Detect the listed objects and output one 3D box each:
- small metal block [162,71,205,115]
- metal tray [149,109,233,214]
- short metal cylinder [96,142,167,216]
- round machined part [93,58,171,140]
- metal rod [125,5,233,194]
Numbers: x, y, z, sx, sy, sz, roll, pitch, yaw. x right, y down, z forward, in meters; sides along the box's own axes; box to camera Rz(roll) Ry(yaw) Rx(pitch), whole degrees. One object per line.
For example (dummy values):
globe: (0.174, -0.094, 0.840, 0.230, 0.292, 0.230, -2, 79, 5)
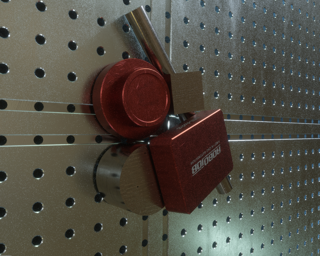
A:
small metal block: (0.028, -0.046, 0.398, 0.050, 0.025, 0.050, -12, 101, -34)
metal tray: (0.046, 0.036, 0.390, 0.131, 0.030, 0.089, -28, 109, -50)
short metal cylinder: (-0.027, 0.058, 0.365, 0.081, 0.050, 0.079, 0, 90, -40)
round machined part: (-0.026, -0.035, 0.370, 0.099, 0.042, 0.097, 0, 90, -39)
metal rod: (0.036, -0.024, 0.435, 0.025, 0.025, 0.299, -44, 117, -31)
